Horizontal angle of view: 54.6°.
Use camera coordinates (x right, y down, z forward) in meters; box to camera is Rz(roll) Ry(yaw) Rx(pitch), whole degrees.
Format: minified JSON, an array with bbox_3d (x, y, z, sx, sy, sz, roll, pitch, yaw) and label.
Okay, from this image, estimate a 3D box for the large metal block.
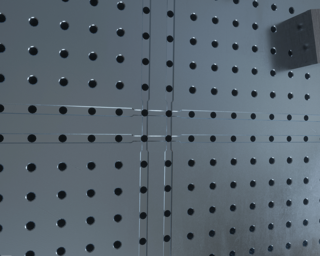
[{"bbox_3d":[0.256,-0.142,0.493,0.081,0.050,0.080,-10,94,-20],"label":"large metal block"}]
